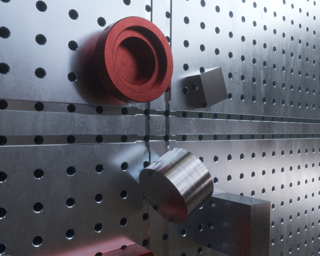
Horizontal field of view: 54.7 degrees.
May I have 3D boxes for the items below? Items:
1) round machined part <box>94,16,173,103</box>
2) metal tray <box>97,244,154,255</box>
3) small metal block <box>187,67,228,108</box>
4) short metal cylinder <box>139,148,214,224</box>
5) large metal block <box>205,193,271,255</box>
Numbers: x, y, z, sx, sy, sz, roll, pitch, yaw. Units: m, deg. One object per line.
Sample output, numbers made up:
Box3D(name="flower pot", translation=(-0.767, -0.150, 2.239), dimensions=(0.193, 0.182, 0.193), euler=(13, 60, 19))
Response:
Box3D(name="round machined part", translation=(-0.034, -0.078, 0.369), dimensions=(0.099, 0.042, 0.097), euler=(0, 90, -40))
Box3D(name="metal tray", translation=(-0.067, 0.195, 0.350), dimensions=(0.131, 0.030, 0.089), euler=(-1, 91, -40))
Box3D(name="small metal block", translation=(0.074, -0.062, 0.471), dimensions=(0.050, 0.025, 0.050), euler=(-26, 106, -37))
Box3D(name="short metal cylinder", translation=(0.020, 0.072, 0.390), dimensions=(0.050, 0.080, 0.080), euler=(-34, 111, -35))
Box3D(name="large metal block", translation=(0.117, 0.147, 0.472), dimensions=(0.050, 0.080, 0.080), euler=(4, 88, -40))
